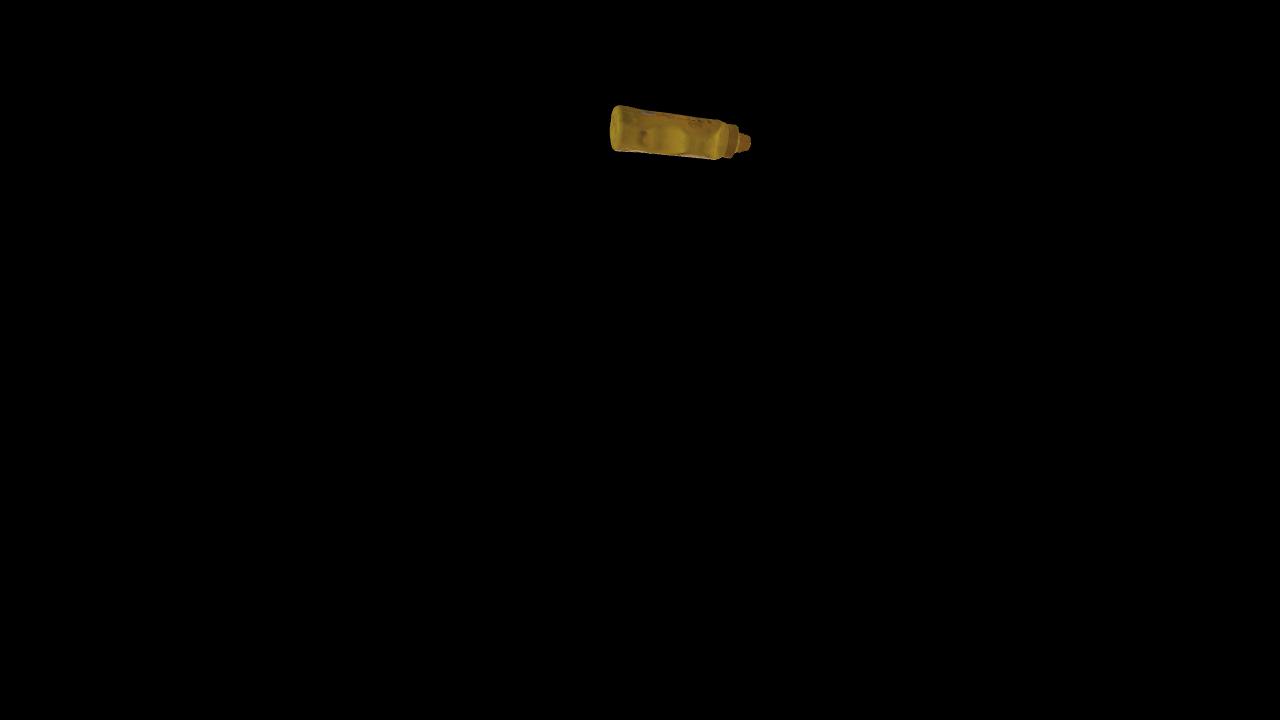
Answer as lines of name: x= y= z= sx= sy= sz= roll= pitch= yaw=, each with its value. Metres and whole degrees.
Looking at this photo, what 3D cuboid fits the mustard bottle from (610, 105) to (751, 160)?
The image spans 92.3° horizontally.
mustard bottle: x=0.056 y=-0.291 z=0.797 sx=0.184 sy=0.054 sz=0.092 roll=2 pitch=25 yaw=-11
